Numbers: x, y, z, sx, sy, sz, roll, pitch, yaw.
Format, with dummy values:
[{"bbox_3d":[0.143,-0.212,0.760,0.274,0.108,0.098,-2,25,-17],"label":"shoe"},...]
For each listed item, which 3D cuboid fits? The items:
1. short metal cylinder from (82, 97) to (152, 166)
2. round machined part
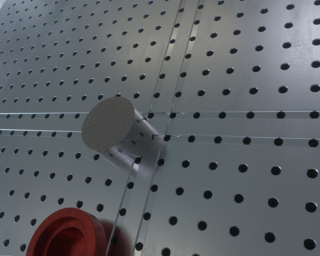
[{"bbox_3d":[-0.057,0.004,0.420,0.080,0.050,0.080,-13,56,21],"label":"short metal cylinder"},{"bbox_3d":[-0.104,0.147,0.362,0.098,0.042,0.098,-13,56,21],"label":"round machined part"}]
